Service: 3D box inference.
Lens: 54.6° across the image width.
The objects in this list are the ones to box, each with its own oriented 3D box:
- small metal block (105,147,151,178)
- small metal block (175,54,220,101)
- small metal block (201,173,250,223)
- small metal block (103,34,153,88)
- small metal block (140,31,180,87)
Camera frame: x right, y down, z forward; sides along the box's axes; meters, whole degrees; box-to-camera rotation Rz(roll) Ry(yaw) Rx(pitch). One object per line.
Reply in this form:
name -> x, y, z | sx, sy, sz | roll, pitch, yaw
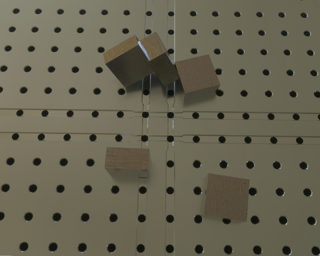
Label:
small metal block -> -0.038, 0.043, 0.383 | 0.050, 0.050, 0.025 | 2, 70, 1
small metal block -> 0.051, -0.071, 0.438 | 0.050, 0.025, 0.050 | -14, 71, -6
small metal block -> 0.080, 0.086, 0.381 | 0.050, 0.025, 0.050 | 8, 70, 3
small metal block -> -0.041, -0.089, 0.421 | 0.050, 0.050, 0.025 | -28, 48, 10
small metal block -> 0.000, -0.094, 0.422 | 0.025, 0.050, 0.050 | -27, 49, 10
